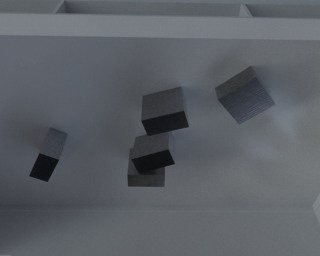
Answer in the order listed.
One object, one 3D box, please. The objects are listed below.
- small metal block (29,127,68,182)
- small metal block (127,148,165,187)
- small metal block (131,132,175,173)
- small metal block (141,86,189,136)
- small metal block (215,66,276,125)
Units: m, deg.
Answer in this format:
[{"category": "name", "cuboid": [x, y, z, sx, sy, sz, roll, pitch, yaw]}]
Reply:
[{"category": "small metal block", "cuboid": [-0.151, 0.036, 0.421, 0.025, 0.050, 0.050, 23, 126, -19]}, {"category": "small metal block", "cuboid": [-0.019, 0.056, 0.440, 0.050, 0.050, 0.025, 1, 130, -2]}, {"category": "small metal block", "cuboid": [-0.008, 0.030, 0.416, 0.050, 0.050, 0.025, -16, 120, 12]}, {"category": "small metal block", "cuboid": [0.006, -0.021, 0.375, 0.050, 0.050, 0.025, -13, 129, 10]}, {"category": "small metal block", "cuboid": [0.104, -0.039, 0.378, 0.050, 0.025, 0.050, -32, 124, 24]}]
